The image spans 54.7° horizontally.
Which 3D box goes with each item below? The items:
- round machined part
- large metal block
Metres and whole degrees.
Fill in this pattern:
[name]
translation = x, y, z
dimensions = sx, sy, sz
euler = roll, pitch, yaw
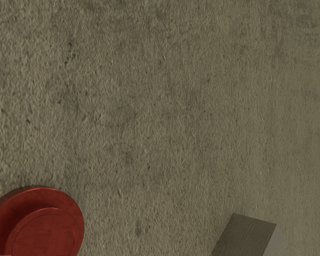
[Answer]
[round machined part]
translation = -0.117, 0.106, 0.297
dimensions = 0.099, 0.042, 0.097
euler = 0, 90, -40
[large metal block]
translation = 0.143, 0.191, 0.492
dimensions = 0.080, 0.080, 0.050
euler = -51, 121, -28
